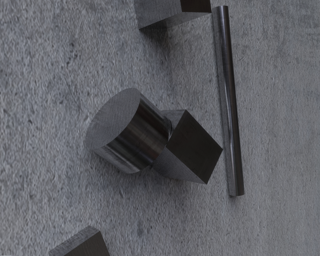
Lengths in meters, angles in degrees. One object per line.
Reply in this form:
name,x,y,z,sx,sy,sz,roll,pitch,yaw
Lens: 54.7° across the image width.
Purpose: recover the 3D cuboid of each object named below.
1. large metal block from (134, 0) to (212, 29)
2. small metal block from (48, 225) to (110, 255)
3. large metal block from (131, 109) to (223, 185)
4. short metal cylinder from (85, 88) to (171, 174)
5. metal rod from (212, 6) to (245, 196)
large metal block,0.010,-0.171,0.377,0.050,0.080,0.079,-16,101,-39
small metal block,-0.083,0.143,0.335,0.050,0.025,0.050,-28,108,-37
large metal block,0.016,0.023,0.382,0.080,0.080,0.050,44,64,-31
short metal cylinder,-0.035,0.003,0.339,0.050,0.080,0.080,42,64,-32
metal rod,0.110,-0.039,0.496,0.025,0.025,0.298,-11,97,-39
